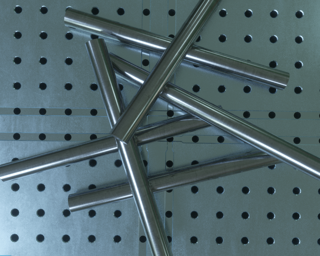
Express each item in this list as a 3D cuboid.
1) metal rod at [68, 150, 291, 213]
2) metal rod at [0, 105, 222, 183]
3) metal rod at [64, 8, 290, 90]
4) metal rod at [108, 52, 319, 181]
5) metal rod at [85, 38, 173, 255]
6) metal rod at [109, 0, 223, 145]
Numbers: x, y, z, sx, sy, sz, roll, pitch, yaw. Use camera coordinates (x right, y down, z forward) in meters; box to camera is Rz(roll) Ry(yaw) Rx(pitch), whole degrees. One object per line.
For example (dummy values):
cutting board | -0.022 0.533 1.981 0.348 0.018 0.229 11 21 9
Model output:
metal rod | 0.029 0.066 0.413 0.301 0.025 0.025 -13 90 0
metal rod | -0.062 0.021 0.412 0.301 0.025 0.025 -15 90 0
metal rod | 0.022 -0.105 0.413 0.301 0.025 0.025 16 90 0
metal rod | 0.061 -0.019 0.388 0.301 0.025 0.025 28 90 10
metal rod | -0.036 0.035 0.387 0.025 0.025 0.299 -18 90 0
metal rod | 0.032 -0.111 0.387 0.025 0.025 0.300 33 79 0
